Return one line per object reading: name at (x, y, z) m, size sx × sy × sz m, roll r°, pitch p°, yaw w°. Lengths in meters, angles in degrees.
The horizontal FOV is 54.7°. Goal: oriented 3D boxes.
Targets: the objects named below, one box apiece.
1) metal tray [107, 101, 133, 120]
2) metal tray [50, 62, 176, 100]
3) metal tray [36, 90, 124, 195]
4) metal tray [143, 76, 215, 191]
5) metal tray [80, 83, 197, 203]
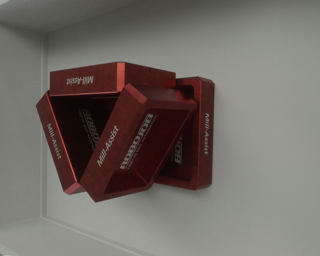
metal tray at (-0.050, 0.003, 0.445) m, size 0.090 × 0.030 × 0.129 m, roll 1°, pitch 90°, yaw 40°
metal tray at (-0.058, -0.052, 0.370) m, size 0.130 × 0.091 × 0.030 m, roll 3°, pitch 92°, yaw 40°
metal tray at (-0.096, 0.015, 0.402) m, size 0.030 × 0.091 × 0.130 m, roll -39°, pitch 67°, yaw 34°
metal tray at (0.020, 0.005, 0.386) m, size 0.090 × 0.030 × 0.129 m, roll 2°, pitch 90°, yaw 40°
metal tray at (-0.023, 0.018, 0.341) m, size 0.030 × 0.091 × 0.129 m, roll 43°, pitch 116°, yaw 32°
